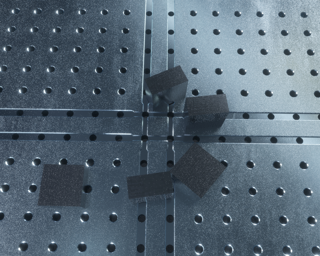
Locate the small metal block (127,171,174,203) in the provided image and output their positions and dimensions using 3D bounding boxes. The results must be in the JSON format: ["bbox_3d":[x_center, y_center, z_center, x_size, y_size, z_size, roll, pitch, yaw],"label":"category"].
[{"bbox_3d":[-0.011,0.072,0.372,0.050,0.050,0.025,-7,70,-3],"label":"small metal block"}]

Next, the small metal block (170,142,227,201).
[{"bbox_3d":[0.047,0.055,0.392,0.050,0.025,0.050,39,75,13],"label":"small metal block"}]

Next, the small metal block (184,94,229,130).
[{"bbox_3d":[0.059,-0.020,0.406,0.050,0.050,0.025,-6,70,-2],"label":"small metal block"}]

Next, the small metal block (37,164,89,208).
[{"bbox_3d":[-0.118,0.073,0.385,0.050,0.025,0.050,1,70,0],"label":"small metal block"}]

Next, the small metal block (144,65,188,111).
[{"bbox_3d":[0.008,-0.053,0.418,0.050,0.050,0.025,-23,72,-8],"label":"small metal block"}]
